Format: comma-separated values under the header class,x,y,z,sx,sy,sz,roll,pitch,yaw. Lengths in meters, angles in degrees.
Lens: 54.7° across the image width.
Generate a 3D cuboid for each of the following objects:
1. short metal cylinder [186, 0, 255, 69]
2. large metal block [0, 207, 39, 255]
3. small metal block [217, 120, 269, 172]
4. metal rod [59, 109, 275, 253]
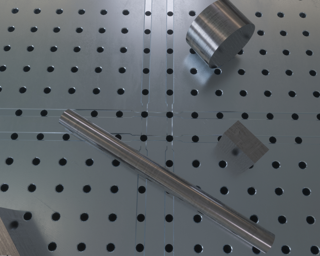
class,x,y,z,sx,sy,sz,roll,pitch,yaw
short metal cylinder,0.083,-0.129,0.430,0.080,0.080,0.050,-35,74,-12
large metal block,-0.191,0.146,0.344,0.080,0.050,0.080,-33,74,-12
small metal block,0.102,0.024,0.390,0.025,0.050,0.050,-40,75,-13
metal rod,0.001,0.060,0.389,0.301,0.025,0.025,31,73,10
